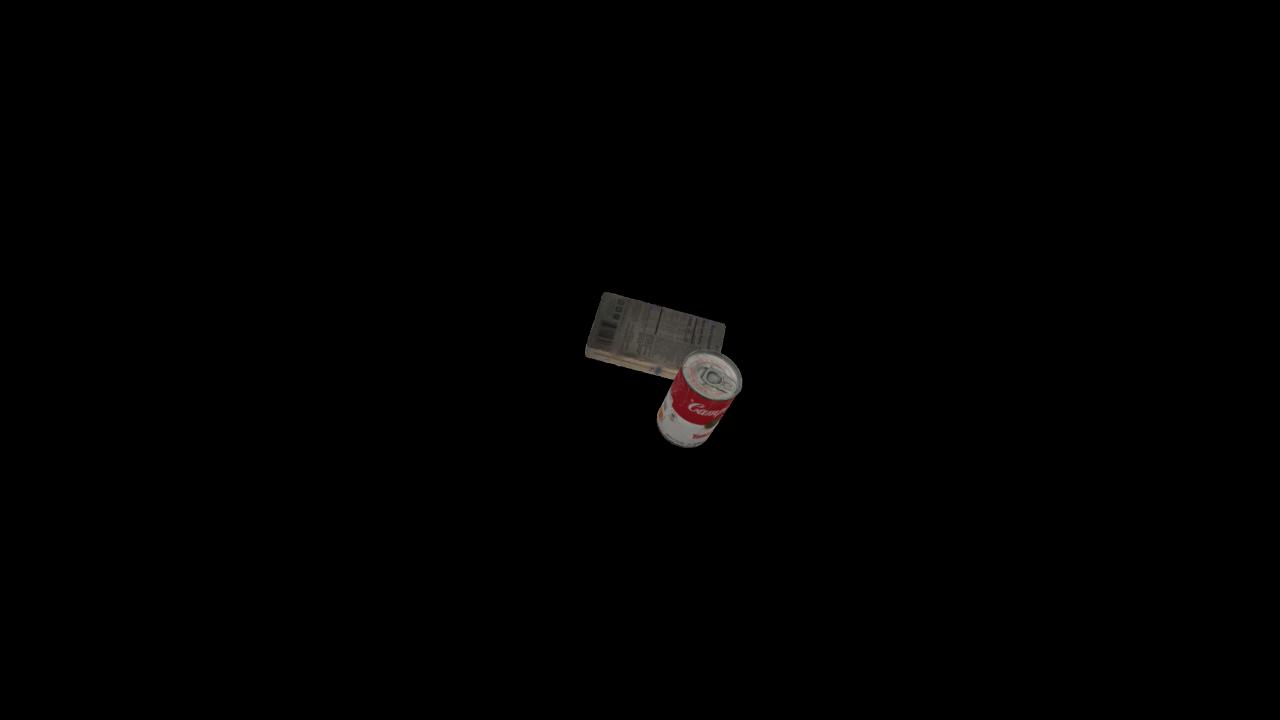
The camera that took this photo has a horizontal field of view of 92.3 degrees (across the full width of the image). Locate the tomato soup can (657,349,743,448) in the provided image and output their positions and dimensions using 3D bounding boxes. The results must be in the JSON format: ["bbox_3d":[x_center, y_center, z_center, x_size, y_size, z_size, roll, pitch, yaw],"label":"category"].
[{"bbox_3d":[0.062,0.045,0.680,0.068,0.068,0.101,0,-38,-20],"label":"tomato soup can"}]

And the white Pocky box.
[{"bbox_3d":[0.019,-0.024,0.727,0.154,0.084,0.028,15,-32,1],"label":"white Pocky box"}]
